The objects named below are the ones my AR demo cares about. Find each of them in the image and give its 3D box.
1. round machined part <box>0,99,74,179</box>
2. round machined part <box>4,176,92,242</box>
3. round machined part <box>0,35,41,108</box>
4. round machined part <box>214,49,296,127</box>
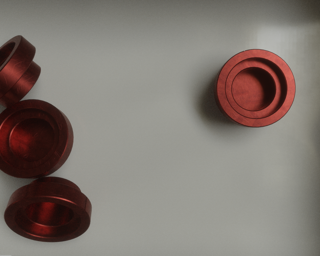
[{"bbox_3d":[-0.158,0.016,0.395,0.099,0.042,0.098,-1,78,3],"label":"round machined part"},{"bbox_3d":[-0.135,0.098,0.385,0.099,0.042,0.097,-3,131,-3],"label":"round machined part"},{"bbox_3d":[-0.188,-0.064,0.383,0.098,0.098,0.042,-46,128,0],"label":"round machined part"},{"bbox_3d":[0.119,-0.050,0.404,0.099,0.042,0.097,0,90,0],"label":"round machined part"}]
